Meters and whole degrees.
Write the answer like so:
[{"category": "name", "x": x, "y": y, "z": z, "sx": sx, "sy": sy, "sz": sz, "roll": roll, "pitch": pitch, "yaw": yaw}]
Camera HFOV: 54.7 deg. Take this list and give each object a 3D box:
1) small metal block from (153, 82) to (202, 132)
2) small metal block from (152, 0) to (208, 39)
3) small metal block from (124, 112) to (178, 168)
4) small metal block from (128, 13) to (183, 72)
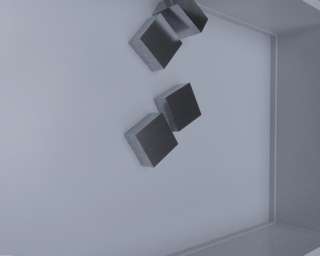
[{"category": "small metal block", "x": 0.025, "y": -0.029, "z": 0.427, "sx": 0.050, "sy": 0.025, "sz": 0.050, "roll": -35, "pitch": 112, "yaw": -34}, {"category": "small metal block", "x": 0.027, "y": -0.148, "z": 0.412, "sx": 0.050, "sy": 0.050, "sz": 0.025, "roll": 40, "pitch": 66, "yaw": -33}, {"category": "small metal block", "x": -0.010, "y": 0.015, "z": 0.398, "sx": 0.050, "sy": 0.025, "sz": 0.050, "roll": -42, "pitch": 115, "yaw": -32}, {"category": "small metal block", "x": -0.005, "y": -0.110, "z": 0.402, "sx": 0.050, "sy": 0.025, "sz": 0.050, "roll": 47, "pitch": 62, "yaw": -30}]
